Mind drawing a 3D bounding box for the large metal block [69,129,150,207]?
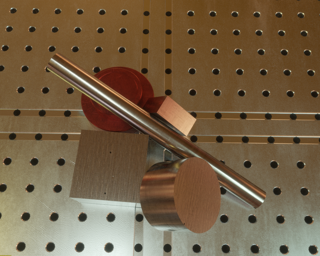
[{"bbox_3d":[-0.057,0.051,0.377,0.081,0.050,0.080,5,70,1],"label":"large metal block"}]

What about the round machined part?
[{"bbox_3d":[-0.057,-0.041,0.417,0.099,0.042,0.098,0,70,-1],"label":"round machined part"}]

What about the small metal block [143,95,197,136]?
[{"bbox_3d":[0.009,-0.015,0.394,0.050,0.050,0.025,38,74,-24],"label":"small metal block"}]

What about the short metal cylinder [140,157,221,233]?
[{"bbox_3d":[0.024,0.075,0.348,0.081,0.050,0.080,15,69,-43],"label":"short metal cylinder"}]

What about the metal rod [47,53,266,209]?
[{"bbox_3d":[-0.002,0.004,0.376,0.301,0.025,0.025,34,73,-2],"label":"metal rod"}]
